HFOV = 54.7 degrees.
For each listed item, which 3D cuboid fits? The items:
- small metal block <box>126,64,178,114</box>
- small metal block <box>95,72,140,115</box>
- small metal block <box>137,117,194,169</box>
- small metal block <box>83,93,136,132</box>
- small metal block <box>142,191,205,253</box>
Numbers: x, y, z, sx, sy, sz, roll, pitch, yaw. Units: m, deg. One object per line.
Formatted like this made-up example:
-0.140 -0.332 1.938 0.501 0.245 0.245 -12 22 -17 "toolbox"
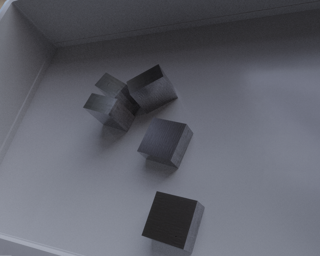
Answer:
-0.010 -0.053 0.427 0.050 0.050 0.025 -27 53 11 "small metal block"
-0.059 -0.049 0.451 0.050 0.050 0.025 33 81 38 "small metal block"
0.007 0.018 0.391 0.050 0.025 0.050 12 68 33 "small metal block"
-0.071 -0.022 0.441 0.050 0.050 0.025 15 70 34 "small metal block"
0.015 0.101 0.336 0.050 0.025 0.050 7 65 31 "small metal block"
